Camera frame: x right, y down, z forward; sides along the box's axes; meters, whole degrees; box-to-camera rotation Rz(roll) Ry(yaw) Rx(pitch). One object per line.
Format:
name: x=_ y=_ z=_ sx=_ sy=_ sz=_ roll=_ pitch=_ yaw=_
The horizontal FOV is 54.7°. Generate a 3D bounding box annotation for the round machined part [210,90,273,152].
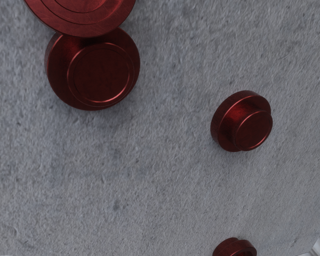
round machined part: x=0.129 y=-0.004 z=0.467 sx=0.099 sy=0.042 sz=0.097 roll=-14 pitch=125 yaw=-21

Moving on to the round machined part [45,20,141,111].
round machined part: x=-0.066 y=-0.061 z=0.323 sx=0.099 sy=0.042 sz=0.097 roll=-14 pitch=125 yaw=-21

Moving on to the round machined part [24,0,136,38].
round machined part: x=-0.072 y=-0.128 z=0.268 sx=0.099 sy=0.042 sz=0.097 roll=-7 pitch=107 yaw=-22

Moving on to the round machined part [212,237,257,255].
round machined part: x=0.150 y=0.269 z=0.648 sx=0.099 sy=0.042 sz=0.097 roll=-14 pitch=125 yaw=-21
